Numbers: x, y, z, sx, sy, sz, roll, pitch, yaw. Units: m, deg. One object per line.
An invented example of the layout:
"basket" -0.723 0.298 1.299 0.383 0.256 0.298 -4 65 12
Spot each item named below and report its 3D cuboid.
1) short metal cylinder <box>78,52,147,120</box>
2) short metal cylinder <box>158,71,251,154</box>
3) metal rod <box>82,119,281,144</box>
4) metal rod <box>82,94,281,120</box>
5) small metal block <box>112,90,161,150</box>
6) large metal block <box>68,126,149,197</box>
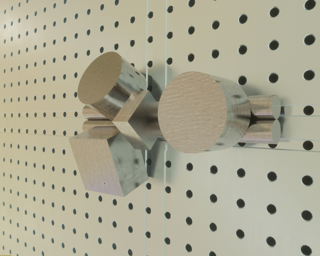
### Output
"short metal cylinder" -0.066 -0.056 0.424 0.080 0.050 0.080 -19 55 30
"short metal cylinder" 0.045 -0.015 0.319 0.080 0.050 0.079 0 90 40
"metal rod" 0.001 0.002 0.404 0.300 0.025 0.025 1 91 40
"metal rod" 0.001 -0.023 0.404 0.300 0.025 0.025 1 91 40
"small metal block" -0.022 -0.009 0.370 0.025 0.050 0.050 1 49 40
"large metal block" -0.071 0.043 0.429 0.080 0.050 0.080 -1 110 40
